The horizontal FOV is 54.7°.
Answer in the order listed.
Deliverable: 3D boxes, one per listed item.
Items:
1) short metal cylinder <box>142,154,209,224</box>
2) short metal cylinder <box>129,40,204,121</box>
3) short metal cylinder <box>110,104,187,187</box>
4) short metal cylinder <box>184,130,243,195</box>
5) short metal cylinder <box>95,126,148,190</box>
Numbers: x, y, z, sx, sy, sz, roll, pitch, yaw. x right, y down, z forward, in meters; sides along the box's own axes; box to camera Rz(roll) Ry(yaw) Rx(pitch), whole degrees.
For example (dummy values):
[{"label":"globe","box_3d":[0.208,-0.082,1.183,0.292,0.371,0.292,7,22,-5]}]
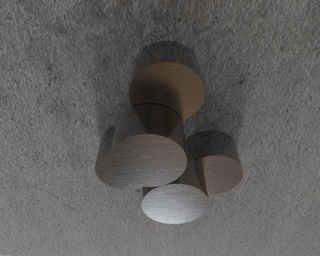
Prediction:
[{"label":"short metal cylinder","box_3d":[0.018,0.077,0.391,0.081,0.050,0.079,-1,130,0]},{"label":"short metal cylinder","box_3d":[0.007,-0.051,0.349,0.081,0.050,0.079,0,130,0]},{"label":"short metal cylinder","box_3d":[-0.012,0.020,0.342,0.080,0.050,0.079,0,130,0]},{"label":"short metal cylinder","box_3d":[0.071,0.049,0.434,0.081,0.050,0.079,0,130,0]},{"label":"short metal cylinder","box_3d":[-0.045,0.040,0.426,0.081,0.050,0.079,0,130,0]}]
